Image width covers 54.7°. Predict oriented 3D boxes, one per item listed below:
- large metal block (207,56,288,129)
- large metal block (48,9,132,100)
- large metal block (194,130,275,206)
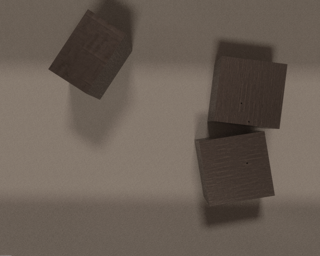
[{"bbox_3d":[0.110,-0.043,0.400,0.081,0.050,0.080,7,90,-1],"label":"large metal block"},{"bbox_3d":[-0.081,-0.085,0.383,0.050,0.080,0.080,33,90,-1],"label":"large metal block"},{"bbox_3d":[0.093,0.049,0.400,0.081,0.050,0.080,-9,90,-1],"label":"large metal block"}]
